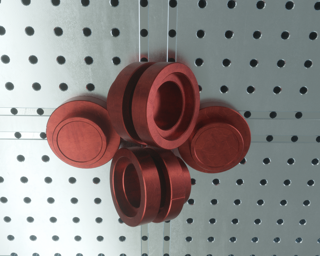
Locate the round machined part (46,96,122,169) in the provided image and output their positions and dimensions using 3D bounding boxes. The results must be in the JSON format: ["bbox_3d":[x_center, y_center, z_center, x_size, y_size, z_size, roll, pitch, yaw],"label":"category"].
[{"bbox_3d":[-0.101,0.011,0.407,0.099,0.042,0.097,0,110,0],"label":"round machined part"}]

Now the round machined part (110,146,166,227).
[{"bbox_3d":[-0.025,0.072,0.396,0.042,0.098,0.097,-3,114,-33],"label":"round machined part"}]

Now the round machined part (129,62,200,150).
[{"bbox_3d":[0.002,-0.027,0.357,0.042,0.099,0.097,11,116,39],"label":"round machined part"}]

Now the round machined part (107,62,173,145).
[{"bbox_3d":[-0.025,-0.031,0.375,0.042,0.099,0.097,11,116,39],"label":"round machined part"}]

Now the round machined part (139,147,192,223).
[{"bbox_3d":[0.005,0.072,0.411,0.042,0.098,0.097,-3,114,-33],"label":"round machined part"}]

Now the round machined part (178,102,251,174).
[{"bbox_3d":[0.072,0.018,0.411,0.099,0.042,0.097,0,110,0],"label":"round machined part"}]
